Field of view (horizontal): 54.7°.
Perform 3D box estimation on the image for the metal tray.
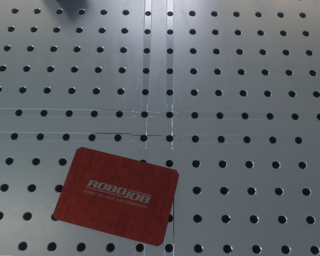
[{"bbox_3d":[-0.050,0.083,0.379,0.131,0.030,0.090,13,70,4],"label":"metal tray"}]
